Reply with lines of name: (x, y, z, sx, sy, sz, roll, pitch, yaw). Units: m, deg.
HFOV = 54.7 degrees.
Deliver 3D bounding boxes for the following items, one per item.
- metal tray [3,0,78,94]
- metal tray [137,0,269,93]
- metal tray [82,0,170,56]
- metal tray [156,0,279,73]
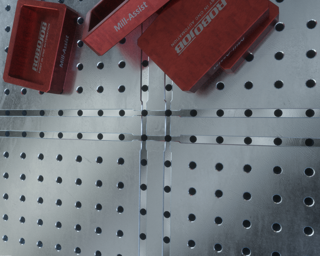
metal tray: (-0.183, -0.124, 0.472, 0.090, 0.030, 0.129, 15, 95, 19)
metal tray: (0.048, -0.116, 0.360, 0.130, 0.030, 0.090, -46, 76, 14)
metal tray: (-0.039, -0.158, 0.390, 0.130, 0.030, 0.090, -33, 38, 20)
metal tray: (0.067, -0.143, 0.385, 0.130, 0.030, 0.090, 44, 103, 14)
